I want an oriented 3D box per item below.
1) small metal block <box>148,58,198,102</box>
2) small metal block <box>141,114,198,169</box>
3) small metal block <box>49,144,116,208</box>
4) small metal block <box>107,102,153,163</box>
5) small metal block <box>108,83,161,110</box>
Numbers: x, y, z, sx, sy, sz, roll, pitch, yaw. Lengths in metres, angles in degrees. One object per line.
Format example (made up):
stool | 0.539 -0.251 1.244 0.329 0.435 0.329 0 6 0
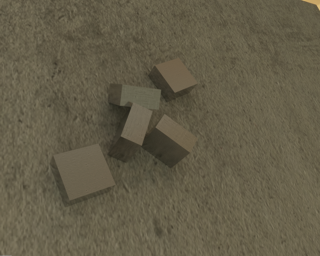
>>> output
small metal block | 0.019 -0.072 0.460 0.050 0.025 0.050 -26 76 -37
small metal block | 0.010 0.018 0.384 0.050 0.050 0.025 36 51 -5
small metal block | -0.083 0.050 0.330 0.050 0.025 0.050 -14 69 -34
small metal block | -0.036 0.006 0.366 0.025 0.050 0.050 26 53 -13
small metal block | -0.033 -0.040 0.393 0.050 0.050 0.025 4 97 -27
